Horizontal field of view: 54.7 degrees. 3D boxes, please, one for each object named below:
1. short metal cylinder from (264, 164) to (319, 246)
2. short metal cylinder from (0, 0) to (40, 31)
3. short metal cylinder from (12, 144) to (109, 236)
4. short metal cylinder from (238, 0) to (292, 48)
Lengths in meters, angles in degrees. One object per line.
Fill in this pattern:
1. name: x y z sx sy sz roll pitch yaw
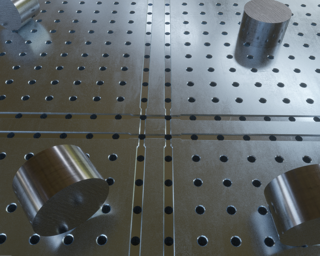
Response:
1. short metal cylinder: 0.152 0.079 0.308 0.081 0.080 0.050 -4 50 -4
2. short metal cylinder: -0.267 -0.225 0.557 0.080 0.080 0.050 19 53 15
3. short metal cylinder: -0.100 0.063 0.317 0.081 0.080 0.050 -30 57 -23
4. short metal cylinder: 0.185 -0.186 0.550 0.081 0.050 0.080 0 50 0
